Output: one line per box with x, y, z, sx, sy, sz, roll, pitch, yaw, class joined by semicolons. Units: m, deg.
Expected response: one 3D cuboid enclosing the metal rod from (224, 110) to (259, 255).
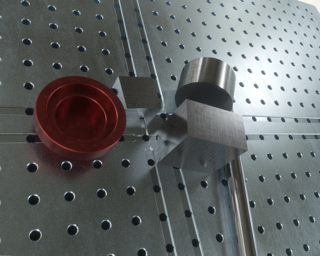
0.103;0.067;0.425;0.025;0.025;0.299;12;56;-22;metal rod

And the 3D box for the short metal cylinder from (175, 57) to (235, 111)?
0.065;-0.054;0.443;0.080;0.080;0.050;25;53;-13;short metal cylinder

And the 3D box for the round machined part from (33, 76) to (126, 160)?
-0.092;-0.008;0.353;0.099;0.042;0.098;14;56;-21;round machined part

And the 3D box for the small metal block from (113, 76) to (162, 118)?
-0.031;-0.042;0.418;0.050;0.025;0.050;-3;63;-30;small metal block

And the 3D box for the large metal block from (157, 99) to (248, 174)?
0.050;0.015;0.393;0.081;0.080;0.050;14;56;-21;large metal block
